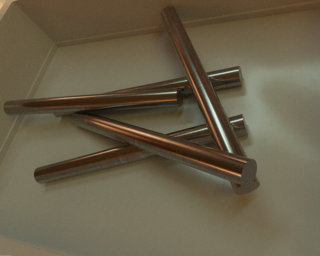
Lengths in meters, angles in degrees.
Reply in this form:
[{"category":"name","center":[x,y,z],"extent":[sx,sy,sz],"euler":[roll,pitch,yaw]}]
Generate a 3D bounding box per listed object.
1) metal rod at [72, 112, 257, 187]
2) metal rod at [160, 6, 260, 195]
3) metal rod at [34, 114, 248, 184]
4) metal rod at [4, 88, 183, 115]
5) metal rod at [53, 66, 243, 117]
[{"category":"metal rod","center":[-0.024,0.012,0.376],"extent":[0.300,0.025,0.025],"euler":[15,69,45]},{"category":"metal rod","center":[0.048,-0.058,0.382],"extent":[0.025,0.025,0.299],"euler":[-26,53,12]},{"category":"metal rod","center":[-0.039,0.033,0.406],"extent":[0.301,0.025,0.025],"euler":[-15,56,19]},{"category":"metal rod","center":[-0.113,-0.037,0.459],"extent":[0.301,0.025,0.025],"euler":[-1,61,23]},{"category":"metal rod","center":[-0.034,-0.048,0.453],"extent":[0.300,0.025,0.025],"euler":[-8,58,24]}]
